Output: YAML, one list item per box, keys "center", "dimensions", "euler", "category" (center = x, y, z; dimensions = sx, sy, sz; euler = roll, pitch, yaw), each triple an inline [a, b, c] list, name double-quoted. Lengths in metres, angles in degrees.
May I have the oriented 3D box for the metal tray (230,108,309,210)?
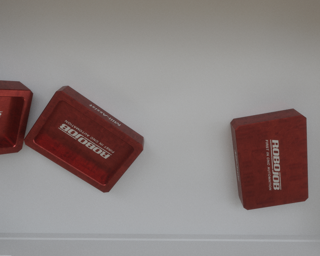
- center: [0.151, 0.045, 0.426]
  dimensions: [0.090, 0.030, 0.129]
  euler: [-10, 110, 3]
  category: "metal tray"

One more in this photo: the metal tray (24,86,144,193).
- center: [-0.098, 0.017, 0.413]
  dimensions: [0.130, 0.030, 0.090]
  euler: [35, 106, -12]
  category: "metal tray"

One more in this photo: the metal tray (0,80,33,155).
- center: [-0.222, -0.010, 0.356]
  dimensions: [0.030, 0.131, 0.089]
  euler: [33, 113, 32]
  category: "metal tray"
